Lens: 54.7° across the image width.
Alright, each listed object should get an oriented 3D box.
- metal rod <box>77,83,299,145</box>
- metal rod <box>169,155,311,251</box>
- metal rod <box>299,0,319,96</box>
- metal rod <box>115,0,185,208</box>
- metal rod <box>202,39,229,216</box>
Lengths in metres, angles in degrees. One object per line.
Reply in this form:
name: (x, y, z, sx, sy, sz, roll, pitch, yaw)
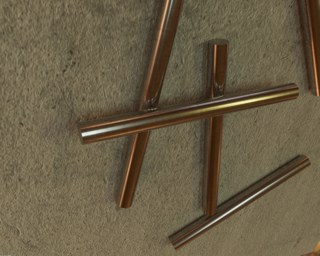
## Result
metal rod: (0.052, -0.023, 0.386, 0.302, 0.025, 0.025, -12, 124, -22)
metal rod: (0.152, 0.134, 0.571, 0.302, 0.025, 0.025, -29, 128, -10)
metal rod: (0.203, -0.160, 0.417, 0.025, 0.025, 0.299, -35, 129, -5)
metal rod: (-0.017, -0.024, 0.382, 0.025, 0.025, 0.298, 0, 118, -29)
metal rod: (0.080, 0.019, 0.461, 0.025, 0.025, 0.298, -16, 125, -19)
